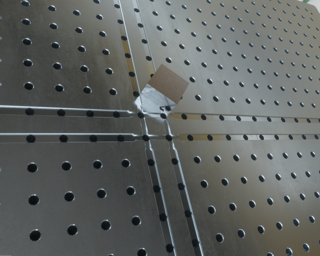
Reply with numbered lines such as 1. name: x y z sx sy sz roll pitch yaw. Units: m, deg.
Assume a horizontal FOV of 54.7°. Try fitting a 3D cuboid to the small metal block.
1. small metal block: 0.008 -0.058 0.449 0.050 0.025 0.050 35 51 -6
